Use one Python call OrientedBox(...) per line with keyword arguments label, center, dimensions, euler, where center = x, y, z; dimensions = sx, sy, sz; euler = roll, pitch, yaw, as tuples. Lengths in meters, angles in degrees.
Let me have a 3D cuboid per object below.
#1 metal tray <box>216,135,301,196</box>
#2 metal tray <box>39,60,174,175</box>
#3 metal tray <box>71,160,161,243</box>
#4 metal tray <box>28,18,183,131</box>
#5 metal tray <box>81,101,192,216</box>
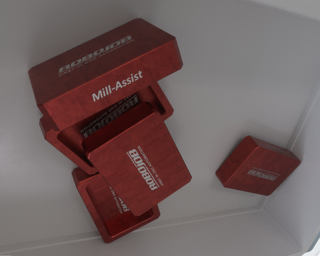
OrientedBox(label="metal tray", center=(0.170, 0.069, 0.533), dimensions=(0.131, 0.030, 0.090), euler=(17, 117, -35))
OrientedBox(label="metal tray", center=(-0.057, -0.013, 0.358), dimensions=(0.130, 0.030, 0.090), euler=(-37, 137, -3))
OrientedBox(label="metal tray", center=(-0.056, 0.095, 0.432), dimensions=(0.091, 0.030, 0.129), euler=(-24, 127, -14))
OrientedBox(label="metal tray", center=(-0.055, -0.058, 0.300), dimensions=(0.131, 0.090, 0.030), euler=(-29, 129, -10))
OrientedBox(label="metal tray", center=(-0.022, 0.042, 0.378), dimensions=(0.090, 0.030, 0.130), euler=(-33, 130, -7))
